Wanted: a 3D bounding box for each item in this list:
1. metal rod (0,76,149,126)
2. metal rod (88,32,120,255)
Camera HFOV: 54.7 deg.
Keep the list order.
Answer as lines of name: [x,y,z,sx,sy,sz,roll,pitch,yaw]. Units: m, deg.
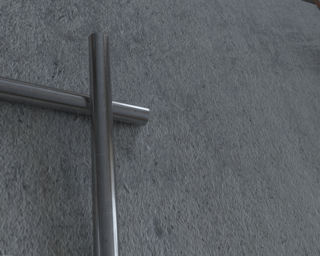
metal rod: [-0.156,-0.040,0.344,0.302,0.025,0.025,11,57,-23]
metal rod: [-0.061,0.028,0.332,0.025,0.025,0.299,5,67,-26]
